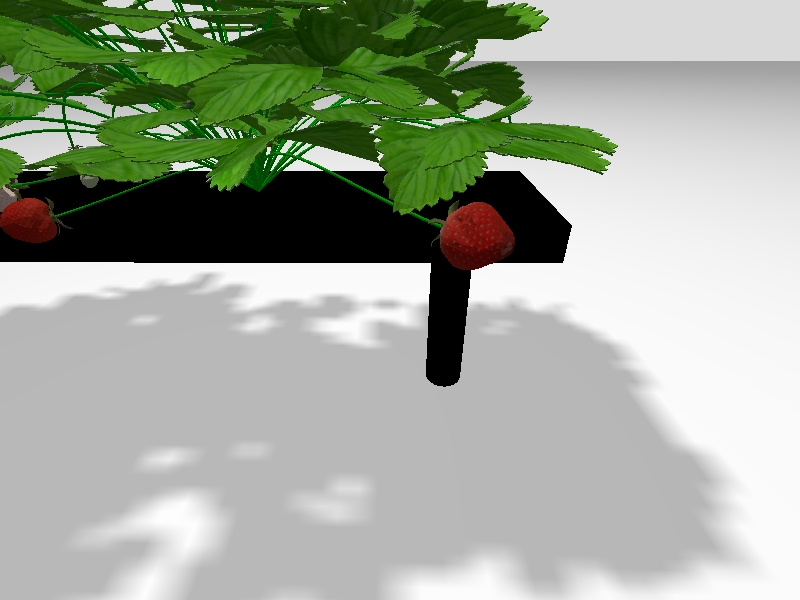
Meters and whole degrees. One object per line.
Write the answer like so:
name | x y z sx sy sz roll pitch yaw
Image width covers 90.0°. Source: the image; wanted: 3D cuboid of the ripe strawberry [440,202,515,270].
ripe strawberry | 0.043 -0.033 0.219 0.038 0.037 0.041 26 40 33

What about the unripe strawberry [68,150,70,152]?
unripe strawberry | -0.337 -0.148 0.421 0.019 0.020 0.018 12 34 18

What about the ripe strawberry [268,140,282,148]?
ripe strawberry | -0.159 -0.210 0.499 0.032 0.036 0.034 -6 32 -9

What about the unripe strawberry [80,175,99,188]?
unripe strawberry | -0.281 -0.109 0.361 0.013 0.015 0.015 16 32 -5

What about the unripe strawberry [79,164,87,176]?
unripe strawberry | -0.297 -0.122 0.380 0.019 0.019 0.018 -37 17 30

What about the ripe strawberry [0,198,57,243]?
ripe strawberry | -0.236 -0.050 0.254 0.027 0.028 0.024 -28 42 -36

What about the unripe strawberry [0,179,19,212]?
unripe strawberry | -0.311 -0.084 0.298 0.038 0.037 0.042 -9 34 -13
